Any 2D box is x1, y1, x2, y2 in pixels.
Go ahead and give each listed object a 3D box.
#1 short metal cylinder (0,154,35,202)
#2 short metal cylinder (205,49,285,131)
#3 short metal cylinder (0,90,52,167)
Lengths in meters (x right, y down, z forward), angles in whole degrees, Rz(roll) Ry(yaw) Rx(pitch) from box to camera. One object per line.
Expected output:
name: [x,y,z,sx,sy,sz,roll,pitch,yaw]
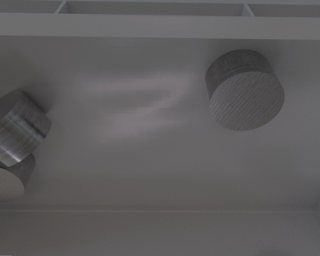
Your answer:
short metal cylinder: [-0.228,0.062,0.443,0.081,0.050,0.079,0,130,0]
short metal cylinder: [0.095,-0.043,0.357,0.081,0.050,0.079,0,130,0]
short metal cylinder: [-0.180,0.000,0.371,0.080,0.080,0.050,-23,126,18]
